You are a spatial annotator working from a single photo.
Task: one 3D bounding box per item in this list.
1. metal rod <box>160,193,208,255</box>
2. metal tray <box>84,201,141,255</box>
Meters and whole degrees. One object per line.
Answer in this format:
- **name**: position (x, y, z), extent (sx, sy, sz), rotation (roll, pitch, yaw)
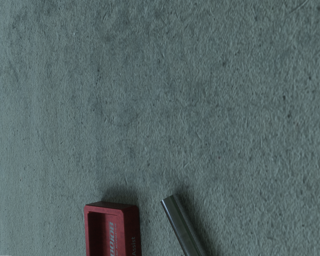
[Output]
- **metal rod**: position (0.075, 0.214, 0.343), extent (0.025, 0.025, 0.299), rotation (-40, 66, 33)
- **metal tray**: position (-0.070, 0.179, 0.459), extent (0.090, 0.030, 0.129), rotation (-6, 86, 39)
